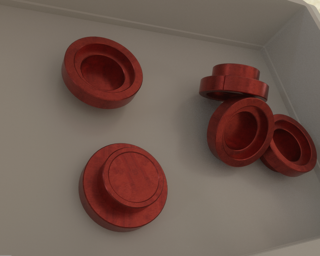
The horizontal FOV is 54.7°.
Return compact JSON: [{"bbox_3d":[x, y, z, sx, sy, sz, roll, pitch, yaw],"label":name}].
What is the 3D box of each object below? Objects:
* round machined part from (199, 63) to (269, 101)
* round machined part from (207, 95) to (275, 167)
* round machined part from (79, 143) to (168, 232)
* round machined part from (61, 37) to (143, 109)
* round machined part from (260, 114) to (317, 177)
[{"bbox_3d":[0.109,-0.065,0.455,0.099,0.098,0.042,10,87,-23],"label":"round machined part"},{"bbox_3d":[0.107,0.002,0.432,0.099,0.042,0.097,-8,109,-23],"label":"round machined part"},{"bbox_3d":[-0.035,0.060,0.340,0.099,0.042,0.098,14,56,-21],"label":"round machined part"},{"bbox_3d":[-0.075,-0.065,0.395,0.099,0.042,0.098,14,56,-21],"label":"round machined part"},{"bbox_3d":[0.190,0.030,0.481,0.099,0.042,0.098,14,56,-21],"label":"round machined part"}]
